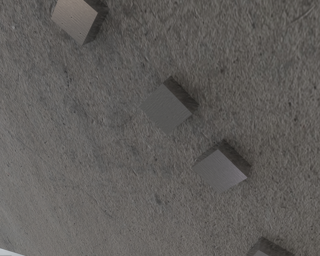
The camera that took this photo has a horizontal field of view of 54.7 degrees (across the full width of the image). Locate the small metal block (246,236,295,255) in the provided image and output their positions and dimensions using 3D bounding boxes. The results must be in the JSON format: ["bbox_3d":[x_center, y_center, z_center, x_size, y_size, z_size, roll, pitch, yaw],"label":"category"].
[{"bbox_3d":[0.155,0.191,0.443,0.050,0.025,0.050,28,128,10],"label":"small metal block"}]

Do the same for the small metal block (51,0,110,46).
[{"bbox_3d":[-0.096,-0.137,0.373,0.050,0.025,0.050,41,129,-1],"label":"small metal block"}]

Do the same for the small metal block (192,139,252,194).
[{"bbox_3d":[0.078,0.050,0.396,0.050,0.025,0.050,44,129,-3],"label":"small metal block"}]

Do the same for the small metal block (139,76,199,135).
[{"bbox_3d":[0.011,-0.027,0.384,0.050,0.025,0.050,46,129,-4],"label":"small metal block"}]
